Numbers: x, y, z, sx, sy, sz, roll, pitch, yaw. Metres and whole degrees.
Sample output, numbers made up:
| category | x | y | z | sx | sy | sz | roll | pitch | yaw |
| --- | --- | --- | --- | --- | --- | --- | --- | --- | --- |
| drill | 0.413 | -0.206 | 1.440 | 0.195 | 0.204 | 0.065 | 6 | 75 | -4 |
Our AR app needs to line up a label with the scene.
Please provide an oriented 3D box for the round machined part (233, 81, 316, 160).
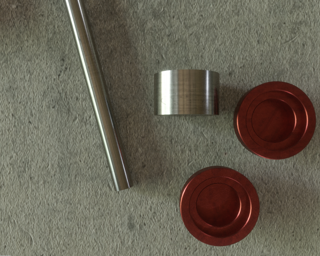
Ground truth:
| category | x | y | z | sx | sy | sz | roll | pitch | yaw |
| --- | --- | --- | --- | --- | --- | --- | --- | --- | --- |
| round machined part | 0.144 | -0.010 | 0.403 | 0.099 | 0.042 | 0.097 | 0 | 90 | -1 |

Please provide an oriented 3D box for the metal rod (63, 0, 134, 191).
| category | x | y | z | sx | sy | sz | roll | pitch | yaw |
| --- | --- | --- | --- | --- | --- | --- | --- | --- | --- |
| metal rod | -0.086 | -0.065 | 0.408 | 0.025 | 0.025 | 0.298 | -15 | 90 | 0 |

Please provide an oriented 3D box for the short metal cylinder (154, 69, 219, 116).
| category | x | y | z | sx | sy | sz | roll | pitch | yaw |
| --- | --- | --- | --- | --- | --- | --- | --- | --- | --- |
| short metal cylinder | 0.033 | -0.040 | 0.383 | 0.081 | 0.080 | 0.050 | 0 | 90 | -1 |

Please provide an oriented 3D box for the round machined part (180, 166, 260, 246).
| category | x | y | z | sx | sy | sz | roll | pitch | yaw |
| --- | --- | --- | --- | --- | --- | --- | --- | --- | --- |
| round machined part | 0.074 | 0.097 | 0.403 | 0.099 | 0.042 | 0.097 | 0 | 90 | -1 |
